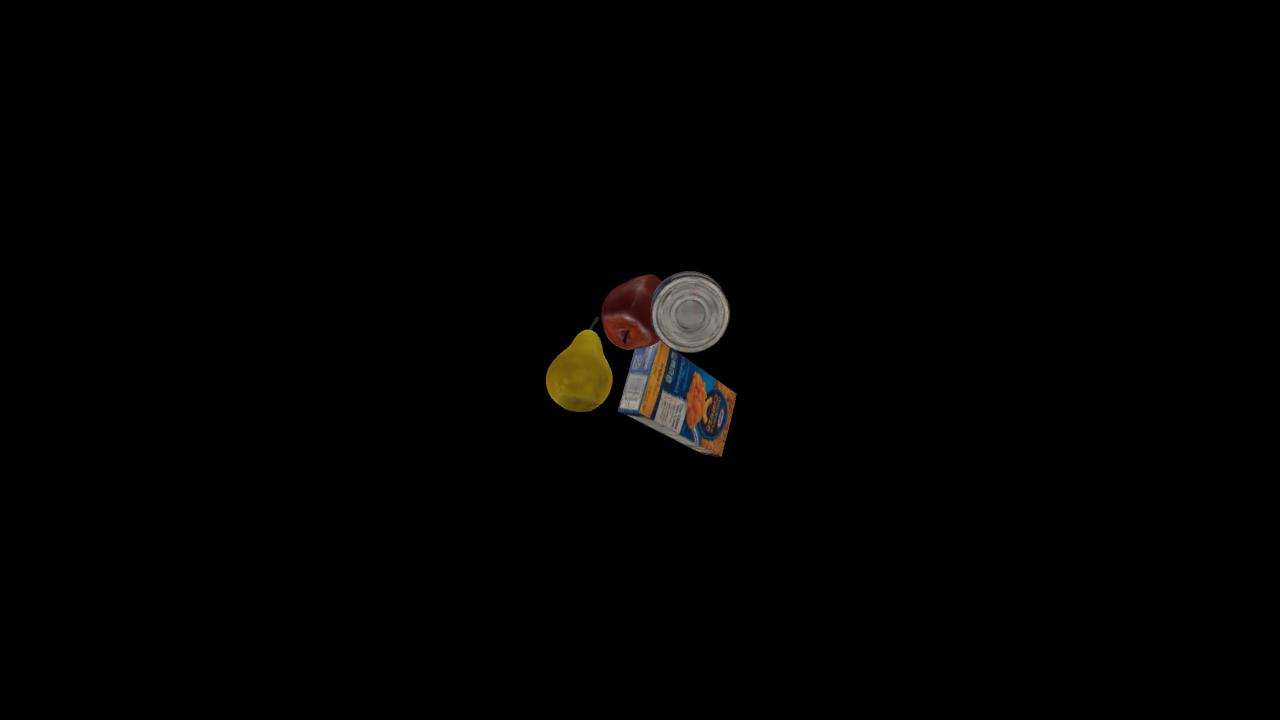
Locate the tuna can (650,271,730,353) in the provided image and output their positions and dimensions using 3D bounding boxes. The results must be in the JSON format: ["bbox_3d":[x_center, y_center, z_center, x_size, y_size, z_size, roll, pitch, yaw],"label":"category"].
[{"bbox_3d":[0.052,-0.050,0.649,0.084,0.084,0.034,0,15,1],"label":"tuna can"}]

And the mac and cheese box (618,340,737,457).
[{"bbox_3d":[0.052,0.051,0.764,0.041,0.093,0.184,1,-21,40],"label":"mac and cheese box"}]

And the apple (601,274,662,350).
[{"bbox_3d":[-0.002,-0.053,0.689,0.079,0.093,0.079,18,-37,14],"label":"apple"}]

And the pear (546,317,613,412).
[{"bbox_3d":[-0.068,0.002,0.714,0.080,0.111,0.080,1,-32,1],"label":"pear"}]
